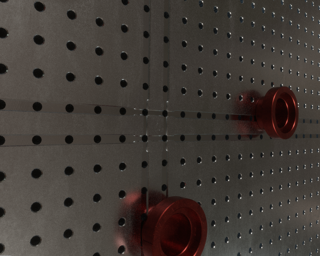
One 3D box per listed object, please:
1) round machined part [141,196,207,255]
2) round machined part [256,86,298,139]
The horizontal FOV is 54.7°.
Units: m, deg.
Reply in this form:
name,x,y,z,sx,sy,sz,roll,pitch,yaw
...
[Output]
name,x,y,z,sx,sy,sz,roll,pitch,yaw
round machined part,0.015,0.140,0.413,0.099,0.042,0.097,0,90,-40
round machined part,0.218,-0.028,0.584,0.099,0.042,0.097,0,90,-40
